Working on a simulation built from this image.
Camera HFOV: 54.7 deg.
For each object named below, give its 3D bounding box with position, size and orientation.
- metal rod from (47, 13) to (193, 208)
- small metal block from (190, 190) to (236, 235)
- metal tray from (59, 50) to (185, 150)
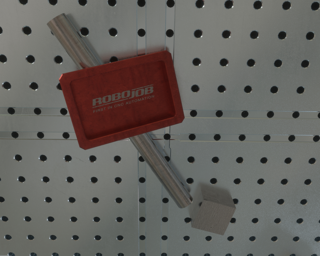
[{"bbox_3d":[-0.043,-0.010,0.409,0.025,0.025,0.299,-31,108,10],"label":"metal rod"},{"bbox_3d":[0.078,0.126,0.461,0.050,0.025,0.050,17,109,-7],"label":"small metal block"},{"bbox_3d":[-0.043,-0.035,0.373,0.131,0.030,0.089,-16,104,-12],"label":"metal tray"}]
